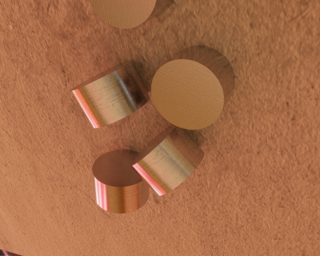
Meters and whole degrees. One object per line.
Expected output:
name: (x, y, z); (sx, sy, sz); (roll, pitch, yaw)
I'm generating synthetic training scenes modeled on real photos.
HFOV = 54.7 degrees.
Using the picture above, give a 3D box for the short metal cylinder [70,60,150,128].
short metal cylinder: (-0.059, -0.042, 0.375); (0.080, 0.080, 0.050); (-15, 111, 34)

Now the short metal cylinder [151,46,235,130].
short metal cylinder: (0.037, -0.045, 0.342); (0.080, 0.050, 0.079); (13, 124, 20)

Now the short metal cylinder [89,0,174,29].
short metal cylinder: (-0.028, -0.147, 0.314); (0.080, 0.050, 0.079); (13, 124, 20)

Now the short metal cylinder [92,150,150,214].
short metal cylinder: (-0.055, 0.075, 0.445); (0.080, 0.080, 0.050); (16, 125, 19)

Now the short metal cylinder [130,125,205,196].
short metal cylinder: (0.009, 0.038, 0.389); (0.050, 0.080, 0.080); (48, 129, -5)
